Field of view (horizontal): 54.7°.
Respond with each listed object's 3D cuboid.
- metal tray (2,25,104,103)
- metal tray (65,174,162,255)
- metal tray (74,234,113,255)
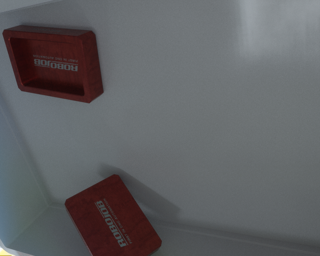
[{"bbox_3d":[-0.146,-0.089,0.424,0.130,0.030,0.089,11,123,21],"label":"metal tray"},{"bbox_3d":[-0.070,0.144,0.458,0.130,0.091,0.030,52,152,22],"label":"metal tray"},{"bbox_3d":[-0.094,0.239,0.603,0.130,0.030,0.090,-11,113,32],"label":"metal tray"}]
